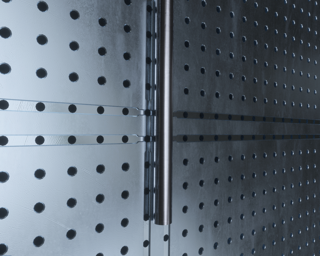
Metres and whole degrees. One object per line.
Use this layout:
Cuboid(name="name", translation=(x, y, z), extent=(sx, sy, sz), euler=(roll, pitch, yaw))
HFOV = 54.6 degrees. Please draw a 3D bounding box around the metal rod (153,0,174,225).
Cuboid(name="metal rod", translation=(0.005, -0.024, 0.412), extent=(0.025, 0.025, 0.298), euler=(1, 90, -40))
